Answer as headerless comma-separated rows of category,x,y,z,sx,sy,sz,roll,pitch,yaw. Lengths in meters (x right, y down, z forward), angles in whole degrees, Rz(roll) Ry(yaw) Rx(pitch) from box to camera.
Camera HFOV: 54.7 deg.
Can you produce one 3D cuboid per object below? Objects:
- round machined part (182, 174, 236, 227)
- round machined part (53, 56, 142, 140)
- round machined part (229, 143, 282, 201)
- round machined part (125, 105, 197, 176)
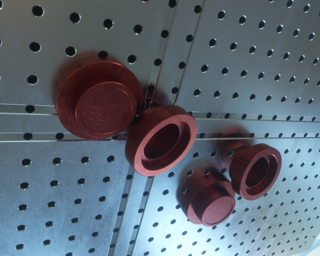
round machined part,0.090,0.130,0.532,0.099,0.042,0.097,-14,125,-21
round machined part,-0.065,-0.028,0.349,0.099,0.042,0.097,-14,125,-21
round machined part,0.156,0.070,0.525,0.099,0.042,0.097,-15,119,-29
round machined part,-0.003,0.011,0.397,0.099,0.042,0.097,-26,140,-25
